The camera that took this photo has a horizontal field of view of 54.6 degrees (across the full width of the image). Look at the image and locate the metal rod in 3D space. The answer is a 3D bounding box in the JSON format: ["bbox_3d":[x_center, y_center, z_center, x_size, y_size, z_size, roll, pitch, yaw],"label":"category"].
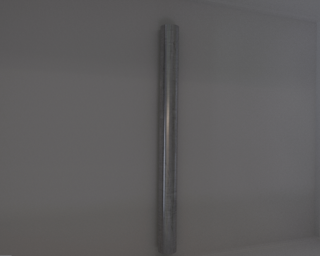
[{"bbox_3d":[0.011,0.014,0.414,0.025,0.025,0.298,1,90,-20],"label":"metal rod"}]
